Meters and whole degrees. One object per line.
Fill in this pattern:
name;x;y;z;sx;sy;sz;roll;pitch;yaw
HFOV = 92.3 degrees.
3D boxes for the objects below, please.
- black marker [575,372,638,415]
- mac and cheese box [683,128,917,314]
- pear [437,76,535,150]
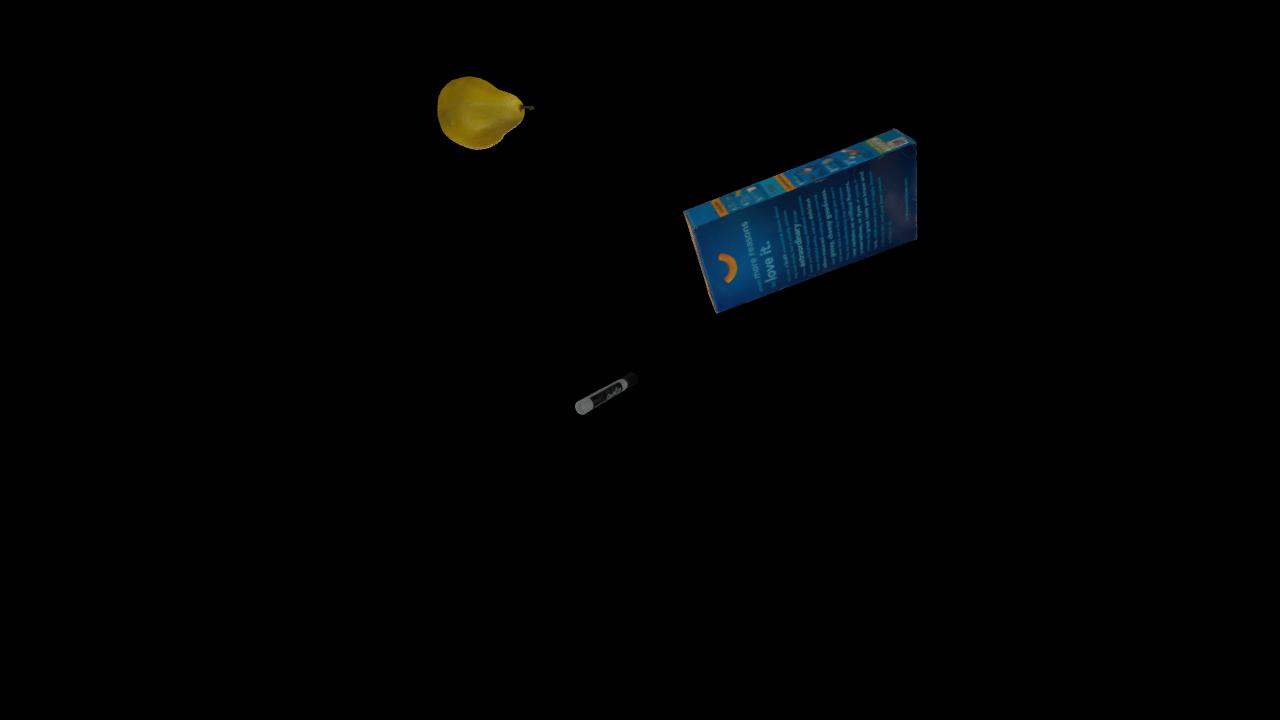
black marker;-0.041;0.042;0.819;0.020;0.020;0.121;0;18;37
mac and cheese box;0.137;-0.114;0.518;0.184;0.093;0.041;-20;41;4
pear;-0.161;-0.272;0.671;0.111;0.080;0.080;-1;0;12
